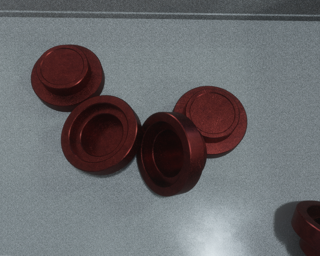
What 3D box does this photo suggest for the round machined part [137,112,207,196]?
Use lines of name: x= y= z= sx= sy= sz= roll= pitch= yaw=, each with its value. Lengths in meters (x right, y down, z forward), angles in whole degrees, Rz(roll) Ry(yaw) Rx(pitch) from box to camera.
round machined part: x=0.017 y=0.029 z=0.370 sx=0.042 sy=0.098 sz=0.098 roll=-2 pitch=65 yaw=-40

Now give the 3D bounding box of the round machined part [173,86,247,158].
round machined part: x=0.066 y=-0.012 z=0.405 sx=0.099 sy=0.042 sz=0.098 roll=0 pitch=70 yaw=0

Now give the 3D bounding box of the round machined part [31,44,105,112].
round machined part: x=-0.129 y=-0.075 z=0.427 sx=0.099 sy=0.042 sz=0.098 roll=0 pitch=70 yaw=0

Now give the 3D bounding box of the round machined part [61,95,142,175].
round machined part: x=-0.069 y=0.012 z=0.388 sx=0.098 sy=0.042 sz=0.098 roll=-5 pitch=68 yaw=13

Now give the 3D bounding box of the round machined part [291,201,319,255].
round machined part: x=0.193 y=0.122 z=0.337 sx=0.098 sy=0.098 sz=0.042 roll=13 pitch=104 yaw=5
